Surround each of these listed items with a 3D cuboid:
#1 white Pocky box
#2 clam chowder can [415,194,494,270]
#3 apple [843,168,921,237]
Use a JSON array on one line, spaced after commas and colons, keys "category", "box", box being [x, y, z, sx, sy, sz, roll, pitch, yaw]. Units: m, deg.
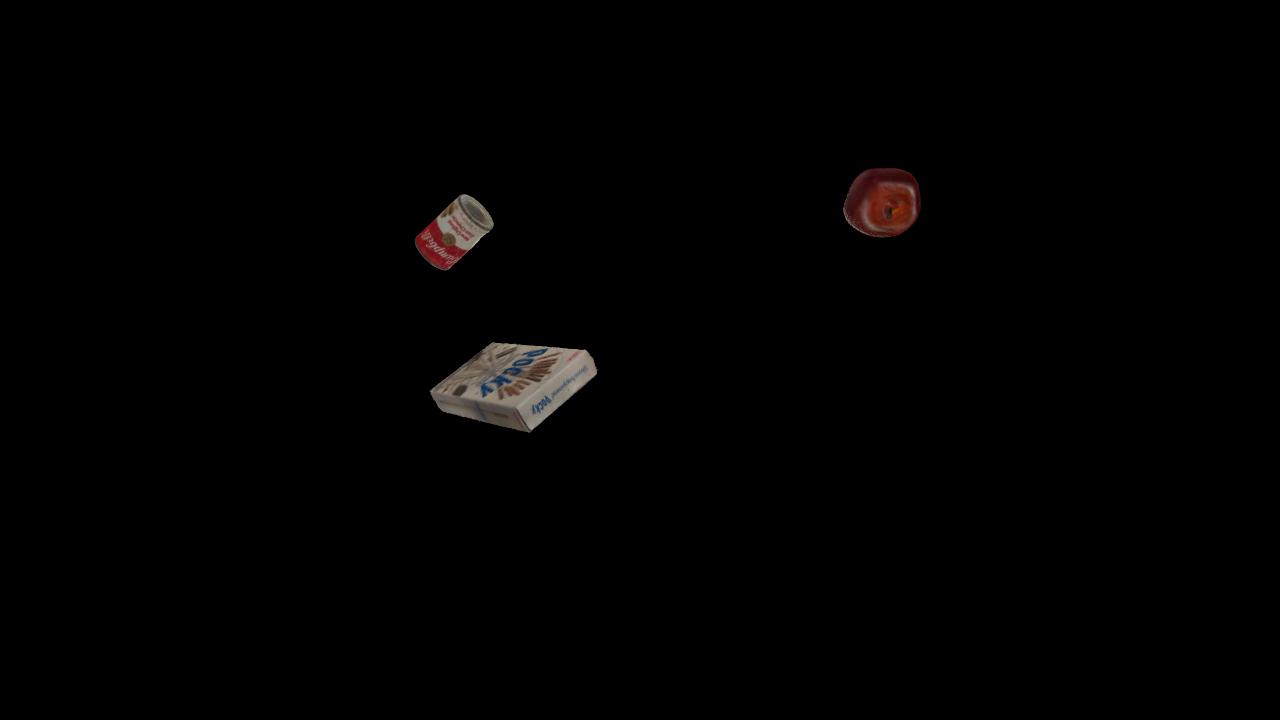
[{"category": "white Pocky box", "box": [-0.116, 0.020, 0.546, 0.154, 0.028, 0.084, 5, 38, 46]}, {"category": "clam chowder can", "box": [-0.280, -0.193, 0.930, 0.102, 0.068, 0.068, -36, -13, 18]}, {"category": "apple", "box": [0.264, -0.172, 0.674, 0.079, 0.079, 0.093, 0, 28, 8]}]
